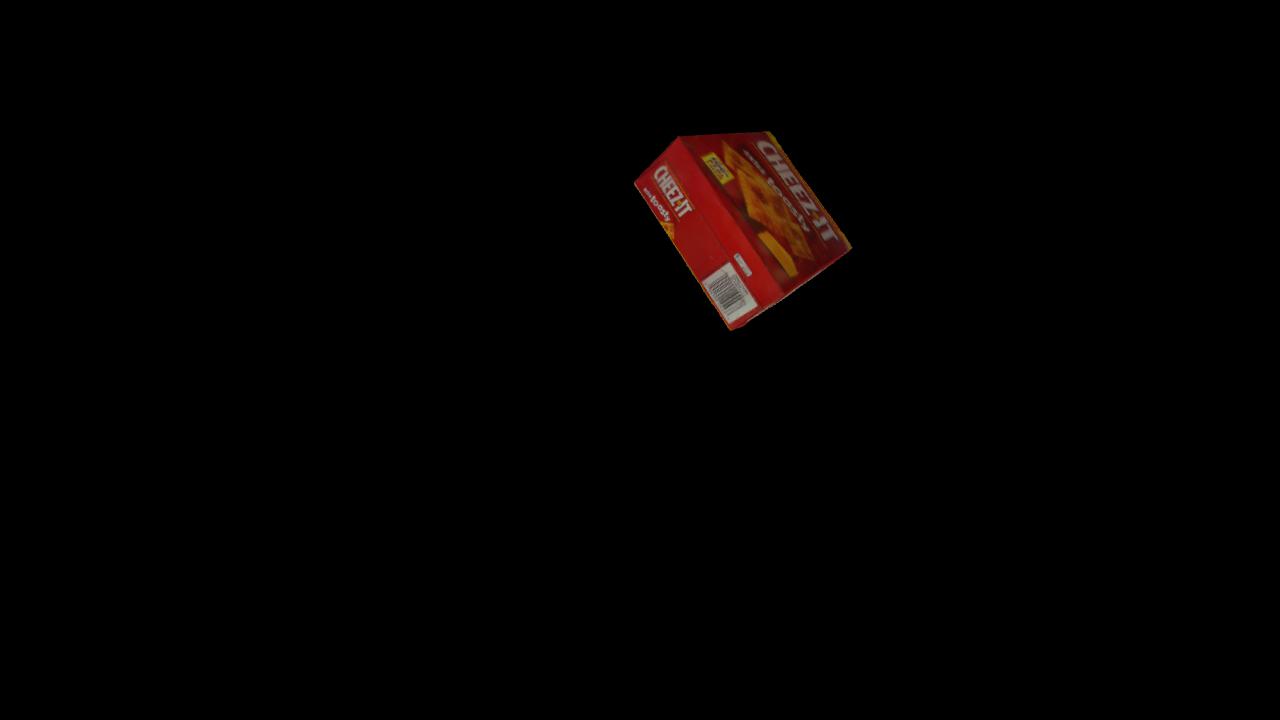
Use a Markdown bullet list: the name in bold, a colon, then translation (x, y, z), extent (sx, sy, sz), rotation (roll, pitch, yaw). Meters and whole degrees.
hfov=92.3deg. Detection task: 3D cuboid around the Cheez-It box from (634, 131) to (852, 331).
- **Cheez-It box**: translation (0.114, -0.141, 0.617), extent (0.071, 0.166, 0.223), rotation (-35, -3, 38)
